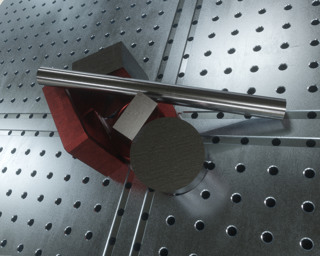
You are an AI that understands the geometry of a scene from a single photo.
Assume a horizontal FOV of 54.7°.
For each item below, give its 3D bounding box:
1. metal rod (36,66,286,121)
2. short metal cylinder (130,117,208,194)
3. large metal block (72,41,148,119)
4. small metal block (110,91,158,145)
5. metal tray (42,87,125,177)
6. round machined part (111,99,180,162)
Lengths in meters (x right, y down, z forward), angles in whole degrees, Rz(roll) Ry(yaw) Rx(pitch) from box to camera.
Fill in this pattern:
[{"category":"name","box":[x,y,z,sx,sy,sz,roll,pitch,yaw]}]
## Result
[{"category":"metal rod","box":[-0.007,-0.044,0.376,0.301,0.025,0.025,9,65,10]},{"category":"short metal cylinder","box":[0.012,0.033,0.349,0.080,0.050,0.080,-3,74,12]},{"category":"large metal block","box":[-0.069,-0.066,0.446,0.080,0.080,0.050,-19,55,16]},{"category":"small metal block","box":[-0.031,-0.010,0.357,0.025,0.050,0.050,35,76,-5]},{"category":"metal tray","box":[-0.105,-0.003,0.421,0.030,0.090,0.130,-38,51,3]},{"category":"round machined part","box":[-0.024,-0.003,0.414,0.098,0.042,0.098,-13,56,20]}]
